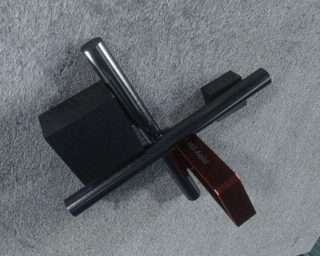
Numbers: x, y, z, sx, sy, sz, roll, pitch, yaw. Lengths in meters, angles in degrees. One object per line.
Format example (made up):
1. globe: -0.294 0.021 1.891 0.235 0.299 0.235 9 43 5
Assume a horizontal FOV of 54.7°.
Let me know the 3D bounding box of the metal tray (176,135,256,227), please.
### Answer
1. metal tray: 0.066 0.059 0.414 0.030 0.130 0.090 -36 129 -4

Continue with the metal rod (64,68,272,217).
1. metal rod: 0.015 0.014 0.394 0.301 0.025 0.025 -34 129 -6

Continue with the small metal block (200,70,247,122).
1. small metal block: 0.090 -0.044 0.432 0.050 0.025 0.050 -31 129 -9

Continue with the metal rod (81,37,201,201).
1. metal rod: -0.008 0.011 0.413 0.025 0.025 0.299 -36 130 -4

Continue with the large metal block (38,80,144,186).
1. large metal block: -0.076 0.005 0.353 0.080 0.050 0.080 -32 129 -8
